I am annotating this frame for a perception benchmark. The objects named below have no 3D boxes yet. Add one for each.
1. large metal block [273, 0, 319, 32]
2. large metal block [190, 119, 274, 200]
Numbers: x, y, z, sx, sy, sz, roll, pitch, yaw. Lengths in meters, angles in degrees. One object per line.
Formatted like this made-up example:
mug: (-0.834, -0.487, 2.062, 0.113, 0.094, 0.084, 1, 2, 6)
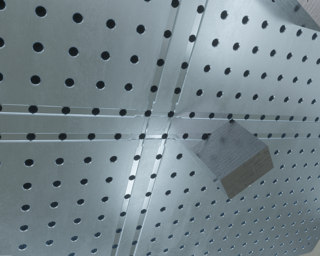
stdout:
large metal block: (0.196, -0.180, 0.390, 0.080, 0.050, 0.080, 23, 106, -37)
large metal block: (0.105, 0.044, 0.459, 0.080, 0.080, 0.050, -35, 129, -5)
